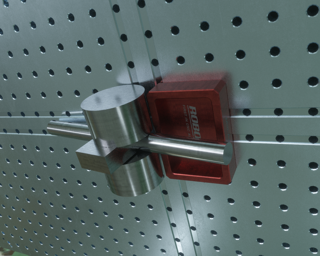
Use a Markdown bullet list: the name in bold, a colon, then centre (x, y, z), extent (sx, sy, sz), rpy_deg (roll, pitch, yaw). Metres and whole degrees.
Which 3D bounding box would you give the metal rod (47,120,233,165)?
- **metal rod**: centre (-0.050, 0.013, 0.416), extent (0.300, 0.025, 0.025), rpy_deg (7, 122, 35)

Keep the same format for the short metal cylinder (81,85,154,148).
- **short metal cylinder**: centre (-0.053, -0.017, 0.391), extent (0.080, 0.080, 0.050), rpy_deg (1, 119, 28)

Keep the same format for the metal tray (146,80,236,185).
- **metal tray**: centre (0.042, 0.007, 0.390), extent (0.090, 0.030, 0.129), rpy_deg (1, 119, 27)

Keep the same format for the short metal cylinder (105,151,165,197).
- **short metal cylinder**: centre (-0.038, 0.049, 0.425), extent (0.080, 0.080, 0.050), rpy_deg (2, 119, 27)

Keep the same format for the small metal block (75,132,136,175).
- **small metal block**: centre (-0.067, 0.030, 0.387), extent (0.050, 0.050, 0.025), rpy_deg (6, 121, 35)
